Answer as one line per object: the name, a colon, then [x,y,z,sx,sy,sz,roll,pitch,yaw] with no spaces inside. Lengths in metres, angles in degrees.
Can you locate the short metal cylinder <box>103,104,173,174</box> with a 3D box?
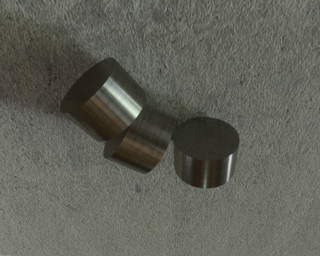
short metal cylinder: [-0.028,0.010,0.379,0.050,0.080,0.080,26,125,-21]

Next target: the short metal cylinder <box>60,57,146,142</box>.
short metal cylinder: [-0.063,-0.032,0.344,0.080,0.080,0.050,-30,124,22]

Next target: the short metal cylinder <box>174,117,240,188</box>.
short metal cylinder: [0.058,0.030,0.397,0.080,0.080,0.050,-2,130,1]
